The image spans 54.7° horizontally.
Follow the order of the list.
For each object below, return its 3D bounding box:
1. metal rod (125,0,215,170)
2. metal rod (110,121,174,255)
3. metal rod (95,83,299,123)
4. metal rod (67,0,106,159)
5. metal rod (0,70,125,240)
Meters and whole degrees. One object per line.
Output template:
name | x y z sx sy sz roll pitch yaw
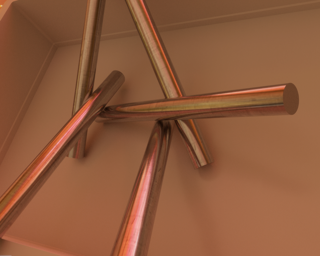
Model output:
metal rod | -0.003 -0.092 0.387 0.025 0.025 0.299 -25 77 13
metal rod | -0.010 0.051 0.286 0.025 0.025 0.301 -18 24 18
metal rod | 0.005 -0.021 0.354 0.299 0.025 0.025 -1 60 50
metal rod | -0.100 -0.106 0.440 0.025 0.025 0.298 11 94 33
metal rod | -0.113 0.014 0.371 0.025 0.025 0.301 -4 36 26
